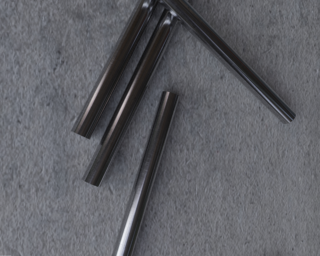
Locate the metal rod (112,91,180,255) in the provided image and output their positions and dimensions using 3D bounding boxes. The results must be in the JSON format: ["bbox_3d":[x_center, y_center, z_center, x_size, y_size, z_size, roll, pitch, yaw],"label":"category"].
[{"bbox_3d":[-0.029,0.097,0.399,0.025,0.025,0.299,19,84,-20],"label":"metal rod"}]

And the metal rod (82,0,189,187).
[{"bbox_3d":[-0.023,-0.067,0.401,0.025,0.025,0.299,27,81,-18],"label":"metal rod"}]

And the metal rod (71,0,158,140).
[{"bbox_3d":[-0.034,-0.125,0.397,0.025,0.025,0.299,28,81,-18],"label":"metal rod"}]

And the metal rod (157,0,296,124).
[{"bbox_3d":[0.092,-0.100,0.426,0.301,0.025,0.025,37,78,-23],"label":"metal rod"}]
